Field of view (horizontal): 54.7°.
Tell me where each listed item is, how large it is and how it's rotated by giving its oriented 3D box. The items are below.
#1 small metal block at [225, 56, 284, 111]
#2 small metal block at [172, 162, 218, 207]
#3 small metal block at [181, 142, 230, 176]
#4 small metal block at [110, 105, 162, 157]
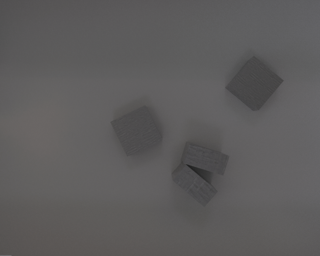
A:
[{"bbox_3d":[0.125,-0.058,0.412,0.050,0.025,0.050,40,90,0],"label":"small metal block"},{"bbox_3d":[0.043,0.070,0.399,0.050,0.050,0.025,40,90,0],"label":"small metal block"},{"bbox_3d":[0.056,0.038,0.399,0.050,0.050,0.025,17,90,0],"label":"small metal block"},{"bbox_3d":[-0.030,0.004,0.411,0.050,0.025,0.050,-26,90,0],"label":"small metal block"}]
